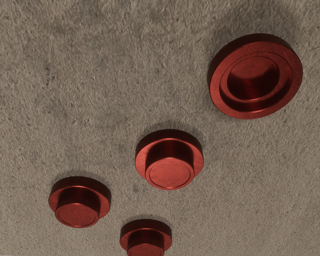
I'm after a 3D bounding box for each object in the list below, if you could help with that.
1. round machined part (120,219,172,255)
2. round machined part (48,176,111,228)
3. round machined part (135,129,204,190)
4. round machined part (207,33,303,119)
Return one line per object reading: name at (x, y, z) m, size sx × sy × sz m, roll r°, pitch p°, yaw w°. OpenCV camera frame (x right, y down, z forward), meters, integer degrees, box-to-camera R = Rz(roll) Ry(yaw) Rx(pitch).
round machined part at (-0.026, 0.216, 0.580) m, size 0.099 × 0.042 × 0.097 m, roll -1°, pitch 130°, yaw 0°
round machined part at (-0.131, 0.126, 0.501) m, size 0.099 × 0.042 × 0.097 m, roll -1°, pitch 130°, yaw 0°
round machined part at (0.013, 0.051, 0.440) m, size 0.099 × 0.042 × 0.097 m, roll -1°, pitch 130°, yaw 0°
round machined part at (0.102, -0.060, 0.347) m, size 0.099 × 0.042 × 0.097 m, roll -1°, pitch 130°, yaw 0°
